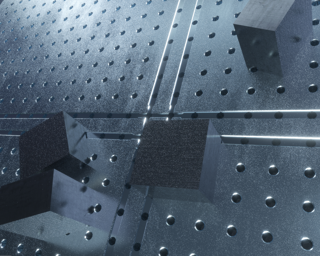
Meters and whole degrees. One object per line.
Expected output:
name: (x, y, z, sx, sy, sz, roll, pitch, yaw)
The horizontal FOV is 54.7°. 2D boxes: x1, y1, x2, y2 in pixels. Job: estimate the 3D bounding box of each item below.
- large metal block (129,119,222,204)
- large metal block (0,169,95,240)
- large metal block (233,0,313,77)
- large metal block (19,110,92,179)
large metal block: (0.020, 0.038, 0.357, 0.080, 0.050, 0.080, -1, 61, 27)
large metal block: (-0.139, 0.098, 0.384, 0.080, 0.080, 0.050, -19, 55, 17)
large metal block: (0.140, -0.123, 0.374, 0.050, 0.080, 0.080, 26, 76, 36)
large metal block: (-0.153, 0.034, 0.449, 0.080, 0.050, 0.080, -29, 52, 9)
